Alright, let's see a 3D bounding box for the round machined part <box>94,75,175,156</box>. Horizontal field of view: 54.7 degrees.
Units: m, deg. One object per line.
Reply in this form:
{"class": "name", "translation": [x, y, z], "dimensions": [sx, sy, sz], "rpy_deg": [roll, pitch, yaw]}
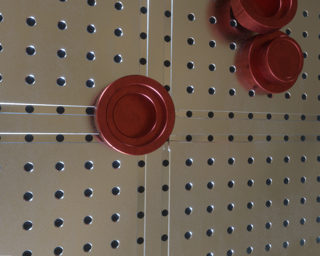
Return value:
{"class": "round machined part", "translation": [-0.034, -0.015, 0.392], "dimensions": [0.099, 0.042, 0.097], "rpy_deg": [0, 90, -21]}

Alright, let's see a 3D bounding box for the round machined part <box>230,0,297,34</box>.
{"class": "round machined part", "translation": [0.146, -0.183, 0.453], "dimensions": [0.099, 0.042, 0.097], "rpy_deg": [3, 80, -16]}

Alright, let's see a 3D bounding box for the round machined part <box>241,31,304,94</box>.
{"class": "round machined part", "translation": [0.177, -0.101, 0.471], "dimensions": [0.099, 0.042, 0.097], "rpy_deg": [0, 90, -21]}
